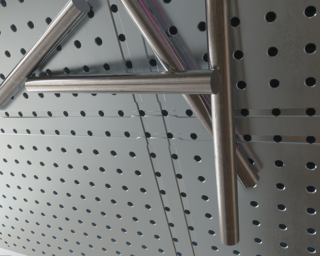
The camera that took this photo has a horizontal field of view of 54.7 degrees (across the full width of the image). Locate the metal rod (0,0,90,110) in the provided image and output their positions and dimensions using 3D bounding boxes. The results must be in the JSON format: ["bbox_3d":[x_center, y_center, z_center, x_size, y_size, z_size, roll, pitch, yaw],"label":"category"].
[{"bbox_3d":[-0.198,-0.089,0.457,0.299,0.025,0.025,-29,103,37],"label":"metal rod"}]

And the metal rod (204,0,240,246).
[{"bbox_3d":[0.071,0.002,0.346,0.025,0.025,0.298,3,111,26],"label":"metal rod"}]

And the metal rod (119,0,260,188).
[{"bbox_3d":[0.031,-0.053,0.361,0.025,0.025,0.299,-26,105,36],"label":"metal rod"}]

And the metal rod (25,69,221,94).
[{"bbox_3d":[-0.069,-0.055,0.387,0.300,0.025,0.025,5,121,34],"label":"metal rod"}]
